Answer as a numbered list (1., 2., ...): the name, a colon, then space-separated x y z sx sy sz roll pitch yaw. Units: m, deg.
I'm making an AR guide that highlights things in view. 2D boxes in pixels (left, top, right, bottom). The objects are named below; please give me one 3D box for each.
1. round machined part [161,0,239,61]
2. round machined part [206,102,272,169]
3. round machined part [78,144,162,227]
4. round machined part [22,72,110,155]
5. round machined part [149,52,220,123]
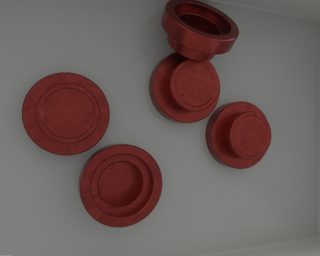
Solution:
1. round machined part: 0.048 -0.124 0.401 0.099 0.042 0.098 12 44 -12
2. round machined part: 0.119 0.010 0.445 0.099 0.042 0.097 0 90 -20
3. round machined part: -0.050 0.068 0.383 0.099 0.042 0.097 0 90 -20
4. round machined part: -0.108 -0.017 0.362 0.099 0.042 0.097 0 90 -20
5. round machined part: 0.038 -0.055 0.415 0.099 0.042 0.097 0 90 -20
